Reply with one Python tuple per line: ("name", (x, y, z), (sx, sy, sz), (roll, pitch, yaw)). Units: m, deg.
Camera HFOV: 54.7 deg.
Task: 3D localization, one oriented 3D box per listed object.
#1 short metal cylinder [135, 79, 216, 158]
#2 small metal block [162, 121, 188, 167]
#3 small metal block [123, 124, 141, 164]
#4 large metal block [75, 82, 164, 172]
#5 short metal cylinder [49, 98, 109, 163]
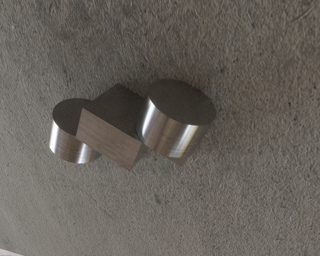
("short metal cylinder", (0.017, -0.013, 0.356), (0.080, 0.080, 0.050), (31, 128, 8))
("small metal block", (0.021, 0.015, 0.407), (0.050, 0.025, 0.050), (31, 128, 8))
("small metal block", (-0.047, 0.021, 0.447), (0.050, 0.025, 0.050), (31, 128, 8))
("large metal block", (-0.046, -0.004, 0.395), (0.080, 0.080, 0.050), (31, 128, 8))
("short metal cylinder", (-0.111, 0.003, 0.433), (0.080, 0.080, 0.050), (31, 128, 8))
